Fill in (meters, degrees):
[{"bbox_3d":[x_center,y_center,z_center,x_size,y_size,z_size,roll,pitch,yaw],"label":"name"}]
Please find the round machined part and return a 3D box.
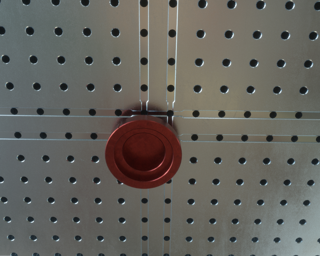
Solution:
[{"bbox_3d":[-0.021,0.028,0.415,0.099,0.042,0.097,0,110,0],"label":"round machined part"}]
